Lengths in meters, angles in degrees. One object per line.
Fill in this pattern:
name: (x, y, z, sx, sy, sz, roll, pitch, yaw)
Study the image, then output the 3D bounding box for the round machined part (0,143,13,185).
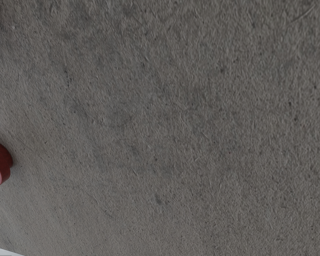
round machined part: (-0.333, 0.064, 0.611, 0.098, 0.042, 0.097, 13, 124, 21)
